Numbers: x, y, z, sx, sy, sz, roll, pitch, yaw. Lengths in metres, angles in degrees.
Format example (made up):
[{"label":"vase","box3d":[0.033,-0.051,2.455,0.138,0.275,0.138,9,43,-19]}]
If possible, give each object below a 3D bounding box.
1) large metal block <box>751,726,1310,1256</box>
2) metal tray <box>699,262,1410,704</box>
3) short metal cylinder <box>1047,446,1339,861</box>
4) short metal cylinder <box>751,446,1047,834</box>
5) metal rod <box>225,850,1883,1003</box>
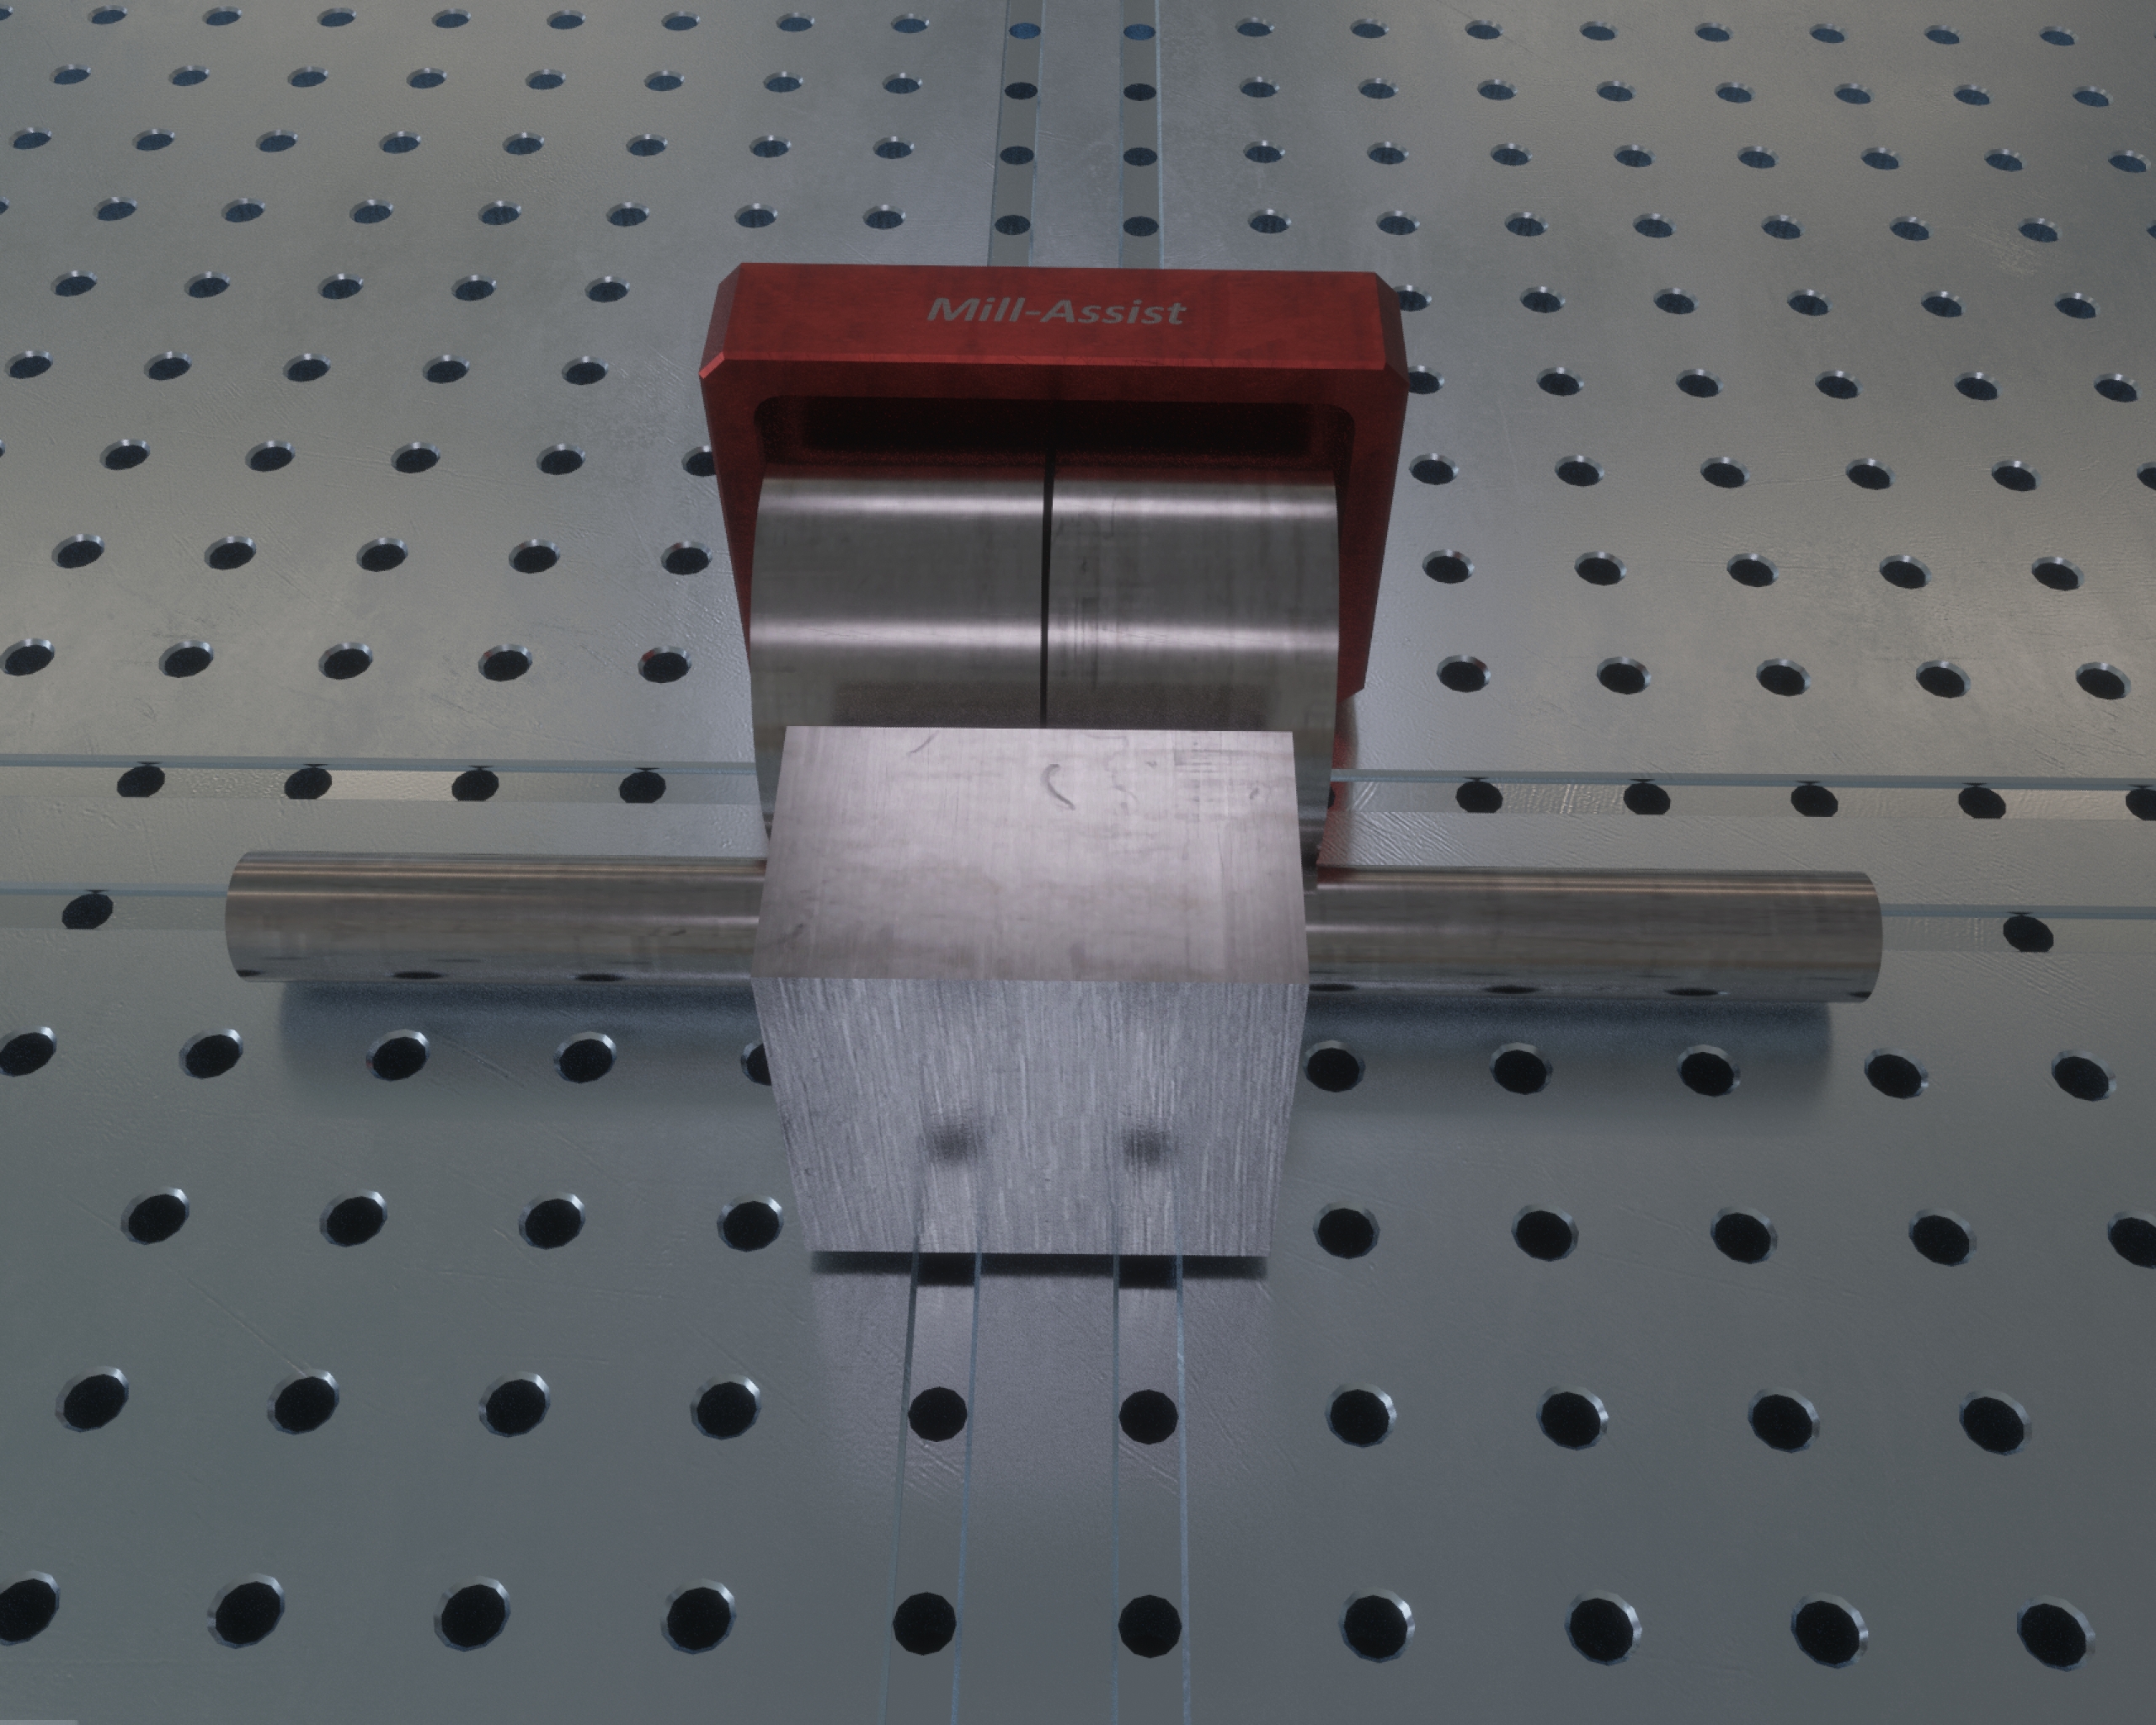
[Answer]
[{"label":"large metal block","box3d":[-0.006,0.023,0.347,0.081,0.080,0.050,1,50,0]},{"label":"metal tray","box3d":[-0.004,-0.074,0.423,0.131,0.089,0.030,1,50,0]},{"label":"short metal cylinder","box3d":[0.021,-0.039,0.401,0.050,0.080,0.080,1,50,1]},{"label":"short metal cylinder","box3d":[-0.031,-0.040,0.401,0.050,0.080,0.080,1,50,0]},{"label":"metal rod","box3d":[-0.004,0.012,0.392,0.302,0.025,0.025,1,50,0]}]
